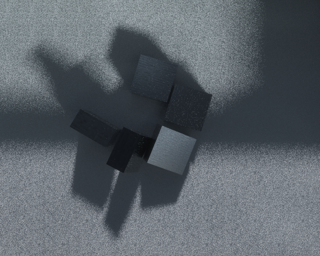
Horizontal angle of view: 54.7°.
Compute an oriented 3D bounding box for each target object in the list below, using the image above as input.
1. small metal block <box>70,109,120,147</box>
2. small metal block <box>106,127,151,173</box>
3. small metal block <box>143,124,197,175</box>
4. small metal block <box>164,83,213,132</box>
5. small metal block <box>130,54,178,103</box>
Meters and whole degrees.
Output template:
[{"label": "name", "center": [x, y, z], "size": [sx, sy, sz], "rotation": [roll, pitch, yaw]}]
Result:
[{"label": "small metal block", "center": [-0.081, 0.000, 0.398], "size": [0.050, 0.050, 0.025], "rotation": [30, 90, 0]}, {"label": "small metal block", "center": [-0.037, 0.029, 0.396], "size": [0.025, 0.050, 0.050], "rotation": [25, 90, 17]}, {"label": "small metal block", "center": [0.012, 0.028, 0.405], "size": [0.050, 0.025, 0.050], "rotation": [22, 90, -17]}, {"label": "small metal block", "center": [0.036, -0.027, 0.411], "size": [0.050, 0.025, 0.050], "rotation": [17, 90, 0]}, {"label": "small metal block", "center": [-0.008, -0.064, 0.411], "size": [0.050, 0.025, 0.050], "rotation": [17, 90, 0]}]
